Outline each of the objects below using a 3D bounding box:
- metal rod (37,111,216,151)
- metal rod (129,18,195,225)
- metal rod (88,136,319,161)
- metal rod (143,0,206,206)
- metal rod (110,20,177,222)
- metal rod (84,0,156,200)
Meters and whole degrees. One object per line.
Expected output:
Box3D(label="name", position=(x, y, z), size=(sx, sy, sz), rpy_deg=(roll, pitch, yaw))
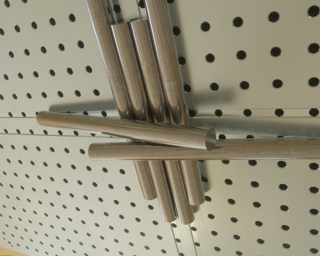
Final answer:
Box3D(label="metal rod", position=(-0.067, -0.002, 0.416), size=(0.300, 0.025, 0.025), rpy_deg=(7, 122, 35))
Box3D(label="metal rod", position=(0.009, 0.009, 0.414), size=(0.025, 0.025, 0.298), rpy_deg=(1, 119, 28))
Box3D(label="metal rod", position=(0.050, 0.027, 0.375), size=(0.301, 0.025, 0.025), rpy_deg=(-2, 118, 19))
Box3D(label="metal rod", position=(0.021, -0.028, 0.382), size=(0.025, 0.025, 0.298), rpy_deg=(1, 119, 28))
Box3D(label="metal rod", position=(-0.015, 0.009, 0.424), size=(0.025, 0.025, 0.298), rpy_deg=(1, 119, 28))
Box3D(label="metal rod", position=(-0.045, -0.027, 0.418), size=(0.025, 0.025, 0.298), rpy_deg=(1, 119, 28))
